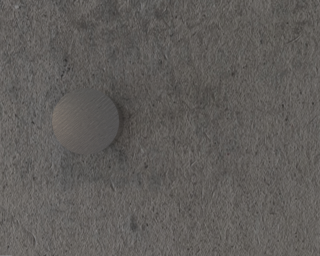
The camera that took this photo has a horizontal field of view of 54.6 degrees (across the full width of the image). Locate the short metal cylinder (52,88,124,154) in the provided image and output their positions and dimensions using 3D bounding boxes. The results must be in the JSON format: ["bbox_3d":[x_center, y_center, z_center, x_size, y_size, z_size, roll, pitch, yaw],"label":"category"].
[{"bbox_3d":[-0.089,-0.008,0.397,0.080,0.050,0.080,0,90,0],"label":"short metal cylinder"}]
